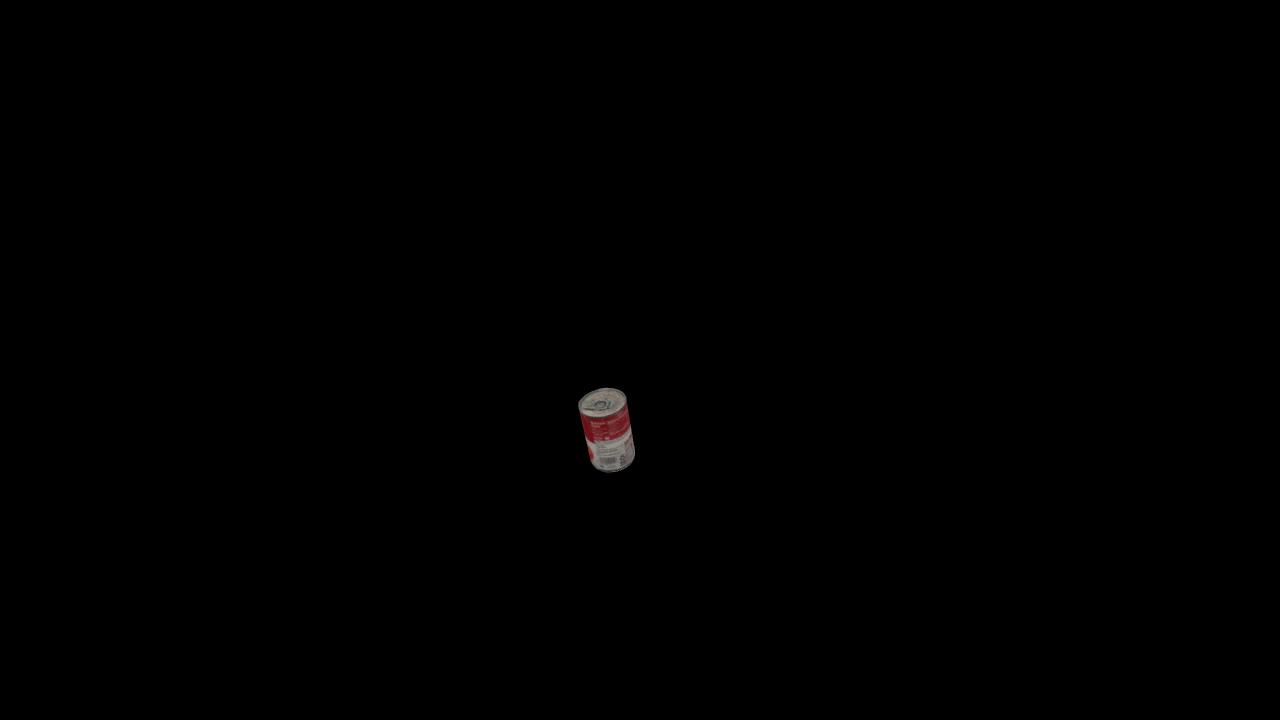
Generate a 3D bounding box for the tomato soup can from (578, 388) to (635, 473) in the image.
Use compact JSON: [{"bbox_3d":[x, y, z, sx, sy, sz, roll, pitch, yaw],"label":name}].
[{"bbox_3d":[-0.045,0.099,0.866,0.068,0.101,0.068,-7,32,4],"label":"tomato soup can"}]
